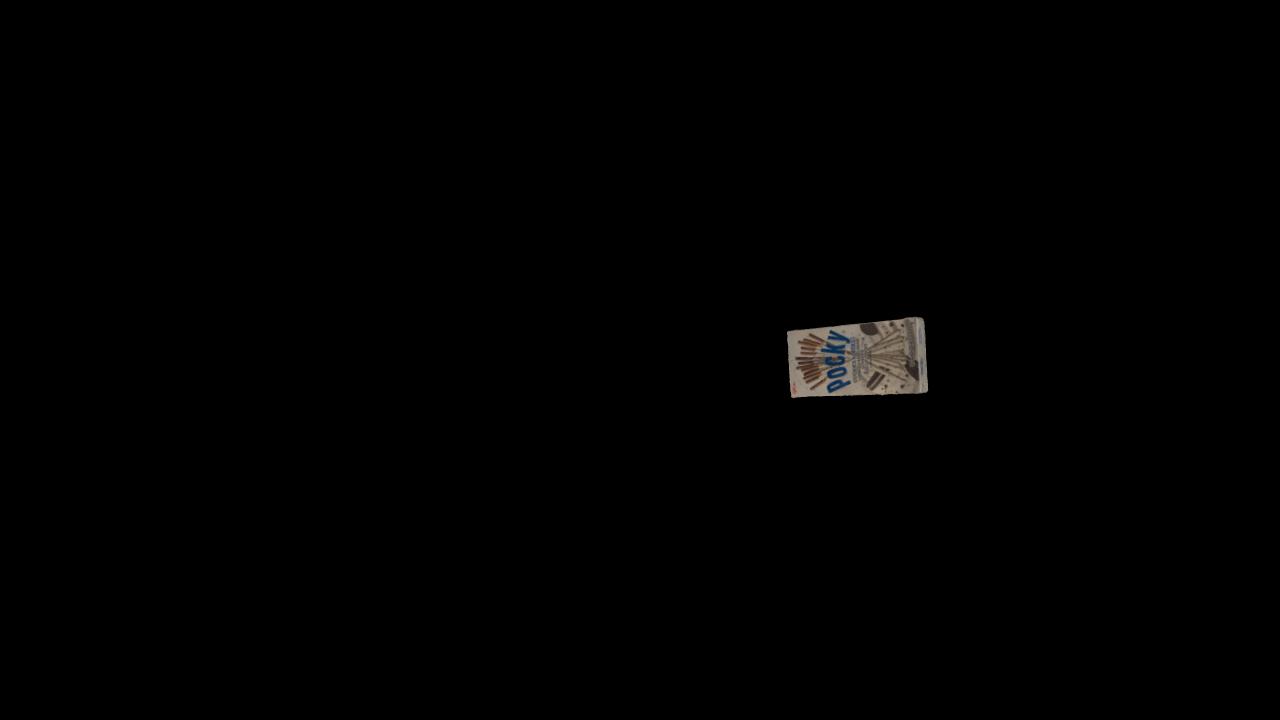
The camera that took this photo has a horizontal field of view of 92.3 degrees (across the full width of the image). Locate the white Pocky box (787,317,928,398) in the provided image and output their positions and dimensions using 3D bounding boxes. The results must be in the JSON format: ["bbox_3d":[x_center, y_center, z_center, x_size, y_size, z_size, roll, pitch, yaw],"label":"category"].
[{"bbox_3d":[0.245,0.000,0.705,0.154,0.084,0.028,-5,-4,41],"label":"white Pocky box"}]
